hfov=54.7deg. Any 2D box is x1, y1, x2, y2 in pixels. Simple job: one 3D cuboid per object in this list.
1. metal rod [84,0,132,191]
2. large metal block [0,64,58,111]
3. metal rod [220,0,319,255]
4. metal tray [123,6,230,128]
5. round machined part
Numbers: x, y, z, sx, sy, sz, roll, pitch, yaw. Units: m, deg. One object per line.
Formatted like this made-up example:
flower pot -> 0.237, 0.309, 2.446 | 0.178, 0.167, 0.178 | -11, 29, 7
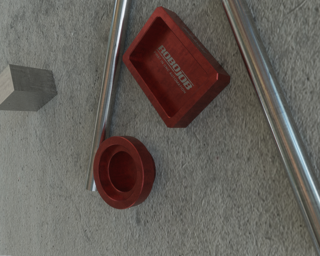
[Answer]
metal rod -> -0.079, -0.050, 0.467 | 0.025, 0.025, 0.298 | 18, 101, 38
large metal block -> -0.251, -0.071, 0.573 | 0.080, 0.081, 0.050 | -28, 73, 36
metal rod -> 0.114, -0.022, 0.309 | 0.025, 0.025, 0.299 | -26, 74, 36
metal tray -> 0.014, -0.075, 0.387 | 0.090, 0.030, 0.130 | -48, 62, 29
round machined part -> -0.045, 0.059, 0.429 | 0.098, 0.042, 0.097 | 0, 90, 39
